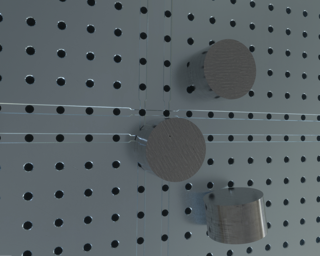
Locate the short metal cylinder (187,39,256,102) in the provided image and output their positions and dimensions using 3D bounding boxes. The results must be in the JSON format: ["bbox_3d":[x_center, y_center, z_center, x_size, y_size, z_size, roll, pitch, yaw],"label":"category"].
[{"bbox_3d":[0.085,-0.078,0.432,0.081,0.050,0.079,0,90,-21],"label":"short metal cylinder"}]

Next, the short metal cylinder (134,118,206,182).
[{"bbox_3d":[0.012,0.027,0.405,0.081,0.050,0.079,0,90,-21],"label":"short metal cylinder"}]

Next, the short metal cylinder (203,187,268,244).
[{"bbox_3d":[0.102,0.117,0.423,0.081,0.080,0.050,-9,94,-20],"label":"short metal cylinder"}]
